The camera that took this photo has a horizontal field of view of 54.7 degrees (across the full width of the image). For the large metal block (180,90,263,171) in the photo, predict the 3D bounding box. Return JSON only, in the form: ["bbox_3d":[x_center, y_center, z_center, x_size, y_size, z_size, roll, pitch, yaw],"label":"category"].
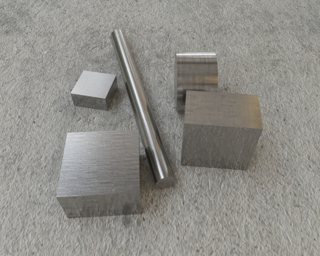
[{"bbox_3d":[0.068,0.005,0.364,0.080,0.080,0.050,4,50,3],"label":"large metal block"}]

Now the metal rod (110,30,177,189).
[{"bbox_3d":[-0.033,-0.048,0.443,0.025,0.025,0.300,-12,51,-10],"label":"metal rod"}]

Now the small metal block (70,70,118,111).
[{"bbox_3d":[-0.094,-0.055,0.449,0.050,0.025,0.050,9,51,7],"label":"small metal block"}]

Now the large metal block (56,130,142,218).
[{"bbox_3d":[-0.062,0.050,0.345,0.081,0.050,0.080,-3,50,-2],"label":"large metal block"}]

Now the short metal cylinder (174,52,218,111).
[{"bbox_3d":[0.046,-0.063,0.421,0.050,0.080,0.080,0,50,0],"label":"short metal cylinder"}]
